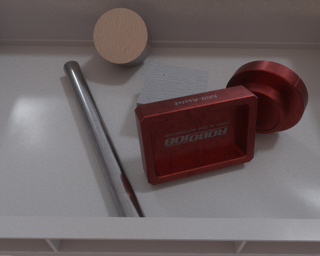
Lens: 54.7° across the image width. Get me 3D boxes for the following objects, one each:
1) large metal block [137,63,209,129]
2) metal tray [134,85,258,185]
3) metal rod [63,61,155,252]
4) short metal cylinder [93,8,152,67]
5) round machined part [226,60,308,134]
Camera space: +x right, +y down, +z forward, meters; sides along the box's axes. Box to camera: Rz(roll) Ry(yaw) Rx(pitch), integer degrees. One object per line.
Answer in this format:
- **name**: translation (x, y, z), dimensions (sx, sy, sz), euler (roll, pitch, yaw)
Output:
- **large metal block**: translation (0.019, -0.039, 0.421), dimensions (0.080, 0.050, 0.080), euler (10, 51, 7)
- **metal tray**: translation (0.043, 0.008, 0.353), dimensions (0.131, 0.089, 0.030), euler (-12, 31, -10)
- **metal rod**: translation (-0.077, 0.011, 0.394), dimensions (0.025, 0.025, 0.300), euler (-19, 53, -15)
- **short metal cylinder**: translation (-0.055, -0.136, 0.475), dimensions (0.080, 0.050, 0.079), euler (0, 95, 6)
- **round machined part**: translation (0.127, -0.031, 0.385), dimensions (0.098, 0.097, 0.042), euler (26, 54, 19)
